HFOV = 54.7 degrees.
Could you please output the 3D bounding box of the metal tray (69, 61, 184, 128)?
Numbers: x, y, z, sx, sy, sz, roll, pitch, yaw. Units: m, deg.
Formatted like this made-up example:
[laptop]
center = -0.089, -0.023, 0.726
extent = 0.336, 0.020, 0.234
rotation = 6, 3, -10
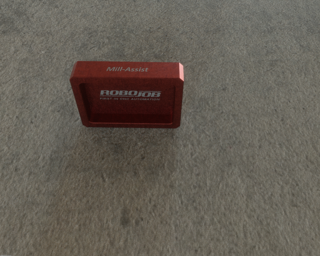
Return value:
[metal tray]
center = -0.038, -0.040, 0.393
extent = 0.131, 0.089, 0.030
rotation = 1, 50, 0
